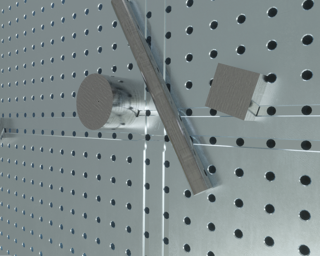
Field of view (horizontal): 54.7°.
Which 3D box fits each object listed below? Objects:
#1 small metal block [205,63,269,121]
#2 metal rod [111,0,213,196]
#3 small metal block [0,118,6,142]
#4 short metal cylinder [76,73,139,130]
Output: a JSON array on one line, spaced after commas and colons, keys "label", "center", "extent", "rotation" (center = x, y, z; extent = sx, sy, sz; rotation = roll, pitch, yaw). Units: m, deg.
[{"label": "small metal block", "center": [0.084, -0.040, 0.339], "extent": [0.050, 0.025, 0.050], "rotation": [25, 106, 37]}, {"label": "metal rod", "center": [-0.005, -0.056, 0.411], "extent": [0.025, 0.025, 0.299], "rotation": [-35, 69, 34]}, {"label": "small metal block", "center": [-0.390, 0.009, 0.726], "extent": [0.050, 0.025, 0.050], "rotation": [-27, 73, 36]}, {"label": "short metal cylinder", "center": [-0.077, -0.037, 0.454], "extent": [0.080, 0.050, 0.079], "rotation": [0, 90, 39]}]
